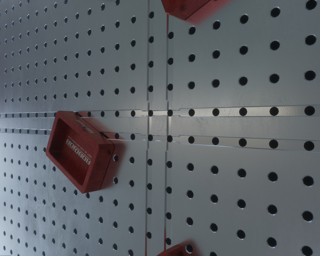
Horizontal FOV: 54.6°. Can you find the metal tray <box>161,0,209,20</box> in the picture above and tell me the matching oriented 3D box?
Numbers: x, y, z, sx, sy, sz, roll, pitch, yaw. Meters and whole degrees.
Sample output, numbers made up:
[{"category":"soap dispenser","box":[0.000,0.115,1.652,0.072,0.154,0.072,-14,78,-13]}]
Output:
[{"category":"metal tray","box":[0.030,-0.214,0.382,0.090,0.030,0.130,-29,72,36]}]

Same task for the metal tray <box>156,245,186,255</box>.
[{"category":"metal tray","box":[-0.002,0.225,0.409,0.129,0.030,0.090,-46,63,30]}]

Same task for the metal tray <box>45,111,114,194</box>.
[{"category":"metal tray","box":[-0.139,0.037,0.522,0.130,0.030,0.089,34,111,35]}]
